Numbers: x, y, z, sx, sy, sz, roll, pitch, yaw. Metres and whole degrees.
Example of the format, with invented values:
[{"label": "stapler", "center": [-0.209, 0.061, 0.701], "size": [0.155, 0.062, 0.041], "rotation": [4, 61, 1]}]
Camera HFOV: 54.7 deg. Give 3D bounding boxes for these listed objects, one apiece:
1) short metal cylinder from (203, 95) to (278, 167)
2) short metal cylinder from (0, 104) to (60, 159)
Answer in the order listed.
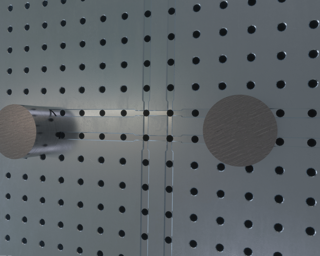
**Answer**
[{"label": "short metal cylinder", "center": [0.096, 0.003, 0.365], "size": [0.080, 0.050, 0.079], "rotation": [0, 90, 20]}, {"label": "short metal cylinder", "center": [-0.203, 0.005, 0.471], "size": [0.080, 0.050, 0.079], "rotation": [0, 90, 20]}]
